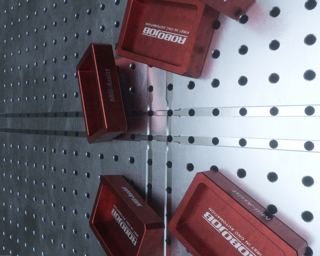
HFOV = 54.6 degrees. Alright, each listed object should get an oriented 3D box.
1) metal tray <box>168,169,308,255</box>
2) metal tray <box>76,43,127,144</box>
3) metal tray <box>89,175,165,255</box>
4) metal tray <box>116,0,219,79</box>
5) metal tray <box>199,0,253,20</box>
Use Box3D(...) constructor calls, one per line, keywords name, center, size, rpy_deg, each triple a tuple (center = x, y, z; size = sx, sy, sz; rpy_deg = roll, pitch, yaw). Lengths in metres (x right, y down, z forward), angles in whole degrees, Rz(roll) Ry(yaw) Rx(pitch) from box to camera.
Box3D(name="metal tray", center=(0.078, 0.119, 0.342), size=(0.130, 0.030, 0.089), rpy_deg=(39, 114, 33))
Box3D(name="metal tray", center=(-0.090, -0.048, 0.463), size=(0.090, 0.030, 0.129), rpy_deg=(-26, 73, 58))
Box3D(name="metal tray", center=(-0.052, 0.134, 0.430), size=(0.130, 0.030, 0.089), rpy_deg=(34, 112, 49))
Box3D(name="metal tray", center=(0.004, -0.124, 0.403), size=(0.130, 0.030, 0.089), rpy_deg=(26, 106, 37))
Box3D(name="metal tray", center=(0.033, -0.167, 0.315), size=(0.030, 0.131, 0.090), rpy_deg=(-45, 63, 31))
